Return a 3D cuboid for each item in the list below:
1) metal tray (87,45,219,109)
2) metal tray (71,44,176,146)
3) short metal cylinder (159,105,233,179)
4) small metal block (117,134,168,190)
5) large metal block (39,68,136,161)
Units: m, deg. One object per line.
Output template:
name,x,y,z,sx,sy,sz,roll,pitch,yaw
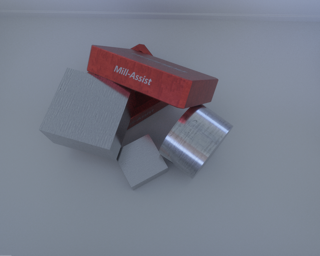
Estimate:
metal tray,-0.008,-0.063,0.365,0.130,0.091,0.030,24,110,23
metal tray,-0.054,-0.047,0.421,0.131,0.030,0.090,-32,74,-12
short metal cylinder,0.044,0.015,0.375,0.050,0.080,0.080,38,74,12
small metal block,-0.024,0.043,0.392,0.050,0.025,0.050,-27,73,-10
large metal block,-0.080,-0.015,0.365,0.080,0.050,0.080,16,71,5
